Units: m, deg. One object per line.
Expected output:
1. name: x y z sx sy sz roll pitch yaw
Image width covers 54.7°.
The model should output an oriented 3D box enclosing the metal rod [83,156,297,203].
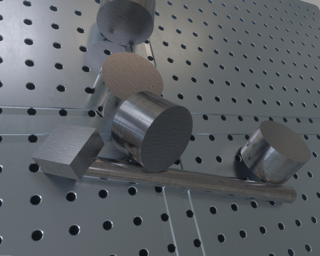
1. metal rod: 0.052 0.069 0.393 0.302 0.025 0.025 12 57 -22

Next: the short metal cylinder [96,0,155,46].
1. short metal cylinder: -0.048 -0.167 0.449 0.081 0.080 0.050 16 56 -19

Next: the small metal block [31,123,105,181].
1. small metal block: -0.095 0.024 0.325 0.050 0.025 0.050 7 47 25

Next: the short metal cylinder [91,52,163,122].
1. short metal cylinder: -0.043 -0.050 0.400 0.081 0.050 0.080 14 56 -21

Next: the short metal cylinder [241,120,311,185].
1. short metal cylinder: 0.166 0.034 0.447 0.081 0.050 0.080 17 38 -14

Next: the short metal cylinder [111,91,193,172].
1. short metal cylinder: -0.008 0.003 0.356 0.081 0.079 0.050 -26 40 -37
